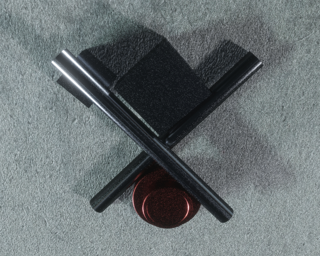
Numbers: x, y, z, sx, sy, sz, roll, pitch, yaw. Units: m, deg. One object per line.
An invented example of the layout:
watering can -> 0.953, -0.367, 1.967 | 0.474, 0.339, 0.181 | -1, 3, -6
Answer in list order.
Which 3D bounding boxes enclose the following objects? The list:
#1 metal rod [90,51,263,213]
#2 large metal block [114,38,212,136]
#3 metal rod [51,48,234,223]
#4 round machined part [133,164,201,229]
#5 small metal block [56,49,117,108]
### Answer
metal rod -> 0.013, 0.014, 0.418 | 0.025, 0.025, 0.299 | 43, 104, -15
large metal block -> 0.003, -0.051, 0.380 | 0.080, 0.050, 0.080 | -40, 106, 13
metal rod -> -0.011, 0.020, 0.391 | 0.025, 0.025, 0.300 | -42, 105, 13
round machined part -> 0.011, 0.102, 0.439 | 0.099, 0.042, 0.097 | 0, 110, -1
small metal block -> -0.091, -0.062, 0.388 | 0.050, 0.025, 0.050 | 41, 105, -14
